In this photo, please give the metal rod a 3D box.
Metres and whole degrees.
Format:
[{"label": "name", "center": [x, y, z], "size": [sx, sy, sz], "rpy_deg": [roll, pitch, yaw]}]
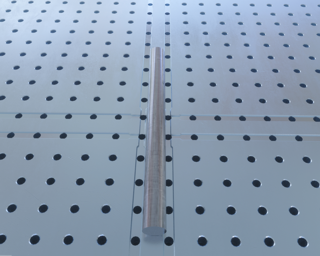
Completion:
[{"label": "metal rod", "center": [-0.005, -0.009, 0.415], "size": [0.025, 0.025, 0.300], "rpy_deg": [0, 50, 0]}]
